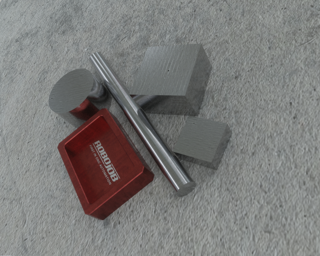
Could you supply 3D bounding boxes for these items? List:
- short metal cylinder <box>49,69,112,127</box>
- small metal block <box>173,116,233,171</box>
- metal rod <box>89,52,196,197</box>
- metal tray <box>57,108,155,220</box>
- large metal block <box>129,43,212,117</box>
[{"bbox_3d":[-0.122,-0.045,0.479,0.080,0.050,0.080,-13,56,20],"label":"short metal cylinder"},{"bbox_3d":[0.051,0.017,0.368,0.050,0.025,0.050,14,69,33],"label":"small metal block"},{"bbox_3d":[-0.040,-0.025,0.440,0.025,0.025,0.300,-38,51,2],"label":"metal rod"},{"bbox_3d":[-0.077,0.043,0.414,0.090,0.030,0.130,-39,51,1],"label":"metal tray"},{"bbox_3d":[0.017,-0.064,0.419,0.080,0.050,0.080,5,64,30],"label":"large metal block"}]
